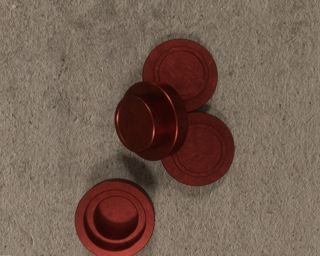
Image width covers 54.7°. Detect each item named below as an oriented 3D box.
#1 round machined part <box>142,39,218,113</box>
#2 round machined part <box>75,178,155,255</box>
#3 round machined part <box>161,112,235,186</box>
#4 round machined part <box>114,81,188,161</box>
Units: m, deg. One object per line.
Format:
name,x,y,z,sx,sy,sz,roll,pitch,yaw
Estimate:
round machined part,0.026,-0.068,0.402,0.099,0.042,0.097,0,90,-1
round machined part,-0.056,0.114,0.401,0.099,0.042,0.097,0,90,-1
round machined part,0.048,0.027,0.402,0.099,0.042,0.097,0,90,-1
round machined part,-0.018,-0.007,0.374,0.098,0.042,0.097,11,107,41
